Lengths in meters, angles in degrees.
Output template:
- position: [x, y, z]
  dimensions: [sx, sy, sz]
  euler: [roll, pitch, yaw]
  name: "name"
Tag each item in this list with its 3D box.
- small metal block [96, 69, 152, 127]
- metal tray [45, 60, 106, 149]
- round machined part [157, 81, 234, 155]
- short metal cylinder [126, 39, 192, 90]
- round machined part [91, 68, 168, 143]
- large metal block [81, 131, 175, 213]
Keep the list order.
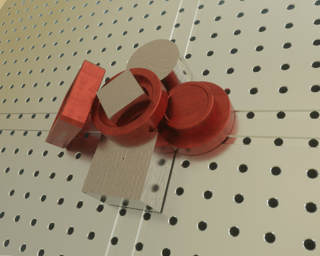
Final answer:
- position: [-0.043, -0.036, 0.374]
  dimensions: [0.050, 0.025, 0.050]
  euler: [-36, 51, 4]
  name: "small metal block"
- position: [-0.123, -0.029, 0.441]
  dimensions: [0.129, 0.030, 0.090]
  euler: [-31, 39, 58]
  name: "metal tray"
- position: [0.039, -0.019, 0.387]
  dimensions: [0.098, 0.042, 0.098]
  euler: [-13, 56, 21]
  name: "round machined part"
- position: [-0.001, -0.078, 0.440]
  dimensions: [0.080, 0.050, 0.080]
  euler: [-13, 56, 21]
  name: "short metal cylinder"
- position: [-0.034, -0.025, 0.393]
  dimensions: [0.098, 0.042, 0.098]
  euler: [-13, 56, 21]
  name: "round machined part"
- position: [-0.036, 0.051, 0.376]
  dimensions: [0.080, 0.050, 0.080]
  euler: [1, 62, 28]
  name: "large metal block"
